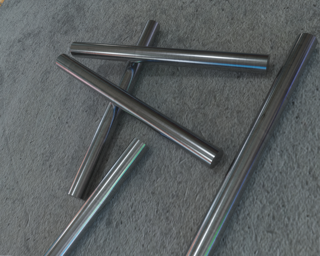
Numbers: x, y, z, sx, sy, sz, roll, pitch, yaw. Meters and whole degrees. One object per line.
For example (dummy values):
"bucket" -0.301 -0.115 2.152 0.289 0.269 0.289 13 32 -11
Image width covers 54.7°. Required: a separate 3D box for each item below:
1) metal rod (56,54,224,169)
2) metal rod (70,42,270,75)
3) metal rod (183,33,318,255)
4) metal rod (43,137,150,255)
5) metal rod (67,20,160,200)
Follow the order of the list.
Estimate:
"metal rod" -0.046 -0.036 0.422 0.300 0.025 0.025 33 80 29
"metal rod" -0.002 -0.103 0.443 0.301 0.025 0.025 10 67 24
"metal rod" 0.103 0.018 0.338 0.025 0.025 0.300 21 72 36
"metal rod" -0.113 0.138 0.378 0.025 0.025 0.300 29 78 37
"metal rod" -0.061 -0.040 0.460 0.025 0.025 0.300 7 65 31
